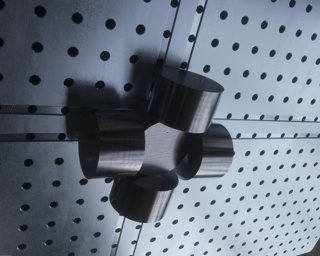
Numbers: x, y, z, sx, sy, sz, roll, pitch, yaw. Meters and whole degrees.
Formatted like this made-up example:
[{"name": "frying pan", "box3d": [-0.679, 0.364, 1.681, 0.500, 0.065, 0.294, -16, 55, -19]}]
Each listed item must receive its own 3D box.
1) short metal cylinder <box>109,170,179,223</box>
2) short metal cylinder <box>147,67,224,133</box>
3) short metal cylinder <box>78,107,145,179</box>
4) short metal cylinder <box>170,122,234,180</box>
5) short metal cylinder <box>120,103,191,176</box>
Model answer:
[{"name": "short metal cylinder", "box3d": [-0.022, 0.079, 0.411, 0.081, 0.080, 0.050, 6, 115, -31]}, {"name": "short metal cylinder", "box3d": [0.030, -0.035, 0.369, 0.081, 0.080, 0.050, 3, 117, -30]}, {"name": "short metal cylinder", "box3d": [-0.058, 0.017, 0.354, 0.050, 0.080, 0.079, 1, 118, -30]}, {"name": "short metal cylinder", "box3d": [0.054, 0.031, 0.424, 0.050, 0.080, 0.079, 4, 117, -31]}, {"name": "short metal cylinder", "box3d": [-0.008, 0.014, 0.400, 0.081, 0.050, 0.079, -15, 125, -22]}]
